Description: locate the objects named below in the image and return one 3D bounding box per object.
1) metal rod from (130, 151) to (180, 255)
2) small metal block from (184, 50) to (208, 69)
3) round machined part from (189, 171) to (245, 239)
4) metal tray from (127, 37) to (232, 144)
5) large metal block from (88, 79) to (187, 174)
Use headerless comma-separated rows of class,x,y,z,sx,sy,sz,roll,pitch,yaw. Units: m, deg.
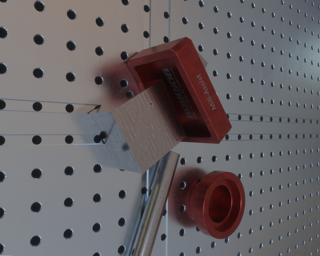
metal rod,-0.028,0.172,0.387,0.025,0.025,0.299,28,72,-37
small metal block,0.036,-0.087,0.441,0.050,0.025,0.050,38,67,-34
round machined part,0.083,0.114,0.471,0.099,0.042,0.097,0,90,-40
metal tray,0.024,-0.041,0.388,0.030,0.090,0.130,-45,117,-31
large metal block,-0.024,-0.003,0.374,0.080,0.050,0.080,-38,114,-34
